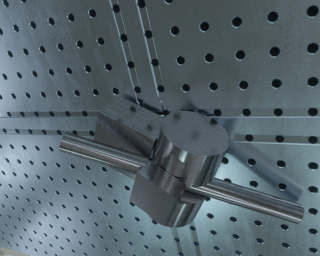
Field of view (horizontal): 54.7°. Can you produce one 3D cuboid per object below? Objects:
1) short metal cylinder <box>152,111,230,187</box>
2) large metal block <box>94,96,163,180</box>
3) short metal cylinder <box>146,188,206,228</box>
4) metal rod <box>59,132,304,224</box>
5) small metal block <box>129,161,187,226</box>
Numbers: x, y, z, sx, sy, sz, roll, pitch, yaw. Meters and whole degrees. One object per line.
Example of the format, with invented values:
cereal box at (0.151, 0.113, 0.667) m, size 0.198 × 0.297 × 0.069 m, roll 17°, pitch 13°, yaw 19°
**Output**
short metal cylinder at (0.035, 0.023, 0.367) m, size 0.080 × 0.080 × 0.050 m, roll 25°, pitch 127°, yaw 13°
large metal block at (-0.040, 0.016, 0.419) m, size 0.080 × 0.050 × 0.079 m, roll 26°, pitch 128°, yaw 12°
short metal cylinder at (0.019, 0.083, 0.412) m, size 0.080 × 0.080 × 0.050 m, roll 27°, pitch 128°, yaw 11°
metal rod at (0.027, 0.061, 0.379) m, size 0.302 × 0.025 × 0.025 m, roll 17°, pitch 127°, yaw -1°
small metal block at (-0.003, 0.074, 0.352) m, size 0.050 × 0.025 × 0.050 m, roll 31°, pitch 129°, yaw 18°
